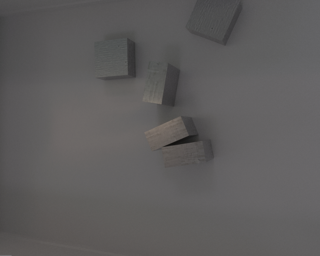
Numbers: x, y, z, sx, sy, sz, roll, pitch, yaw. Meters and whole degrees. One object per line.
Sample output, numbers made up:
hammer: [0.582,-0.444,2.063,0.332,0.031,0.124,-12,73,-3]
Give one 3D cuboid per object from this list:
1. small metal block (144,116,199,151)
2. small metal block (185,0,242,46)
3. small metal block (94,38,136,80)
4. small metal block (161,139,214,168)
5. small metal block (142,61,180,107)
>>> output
small metal block: [0.016,0.007,0.392,0.050,0.050,0.025,-24,82,18]
small metal block: [0.067,-0.138,0.387,0.050,0.025,0.050,26,99,18]
small metal block: [-0.063,-0.095,0.433,0.050,0.025,0.050,-1,90,20]
small metal block: [0.036,0.031,0.384,0.050,0.050,0.025,-10,87,20]
small metal block: [0.003,-0.055,0.396,0.025,0.050,0.050,10,94,20]
